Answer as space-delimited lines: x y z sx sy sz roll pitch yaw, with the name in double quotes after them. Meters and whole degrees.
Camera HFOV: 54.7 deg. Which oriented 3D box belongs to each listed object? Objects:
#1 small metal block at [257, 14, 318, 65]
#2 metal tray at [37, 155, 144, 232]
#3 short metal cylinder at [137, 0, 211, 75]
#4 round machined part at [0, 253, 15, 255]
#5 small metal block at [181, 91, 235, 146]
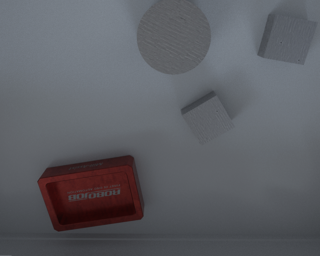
0.153 -0.107 0.374 0.050 0.025 0.050 9 110 -4 "small metal block"
-0.095 0.094 0.441 0.131 0.030 0.089 -9 110 3 "metal tray"
0.015 -0.106 0.359 0.081 0.050 0.079 0 110 -1 "short metal cylinder"
-0.251 0.231 0.479 0.099 0.042 0.097 -2 124 -3 "round machined part"
0.062 -0.013 0.408 0.050 0.025 0.050 -31 108 10 "small metal block"
